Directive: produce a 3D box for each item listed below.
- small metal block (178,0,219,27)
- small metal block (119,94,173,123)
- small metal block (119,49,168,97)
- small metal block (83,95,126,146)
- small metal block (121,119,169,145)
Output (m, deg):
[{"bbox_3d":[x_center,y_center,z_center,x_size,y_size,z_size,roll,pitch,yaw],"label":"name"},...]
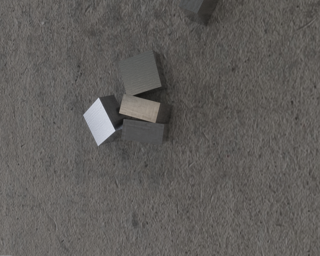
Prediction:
[{"bbox_3d":[0.051,-0.159,0.377,0.025,0.050,0.050,29,99,18],"label":"small metal block"},{"bbox_3d":[-0.017,-0.024,0.401,0.050,0.050,0.025,16,96,19],"label":"small metal block"},{"bbox_3d":[-0.022,-0.071,0.417,0.050,0.025,0.050,-15,85,19],"label":"small metal block"},{"bbox_3d":[-0.074,-0.010,0.425,0.050,0.025,0.050,-37,77,44],"label":"small metal block"},{"bbox_3d":[-0.017,0.004,0.397,0.050,0.050,0.025,8,93,8],"label":"small metal block"}]
